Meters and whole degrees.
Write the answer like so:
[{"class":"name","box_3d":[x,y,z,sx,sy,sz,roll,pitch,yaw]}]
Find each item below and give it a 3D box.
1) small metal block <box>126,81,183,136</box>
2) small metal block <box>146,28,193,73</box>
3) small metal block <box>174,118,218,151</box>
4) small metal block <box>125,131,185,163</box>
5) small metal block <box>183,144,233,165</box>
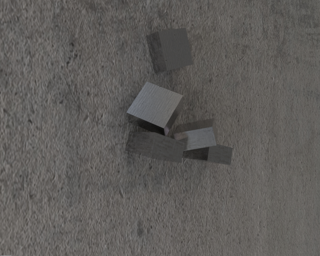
[{"class":"small metal block","box_3d":[-0.005,-0.023,0.381,0.050,0.050,0.025,-60,163,-23]},{"class":"small metal block","box_3d":[0.014,-0.104,0.416,0.050,0.025,0.050,-22,104,-38]},{"class":"small metal block","box_3d":[0.050,0.009,0.417,0.050,0.050,0.025,-49,127,-71]},{"class":"small metal block","box_3d":[-0.006,0.023,0.383,0.050,0.050,0.025,21,78,-38]},{"class":"small metal block","box_3d":[0.067,0.036,0.444,0.050,0.050,0.025,15,81,-39]}]
